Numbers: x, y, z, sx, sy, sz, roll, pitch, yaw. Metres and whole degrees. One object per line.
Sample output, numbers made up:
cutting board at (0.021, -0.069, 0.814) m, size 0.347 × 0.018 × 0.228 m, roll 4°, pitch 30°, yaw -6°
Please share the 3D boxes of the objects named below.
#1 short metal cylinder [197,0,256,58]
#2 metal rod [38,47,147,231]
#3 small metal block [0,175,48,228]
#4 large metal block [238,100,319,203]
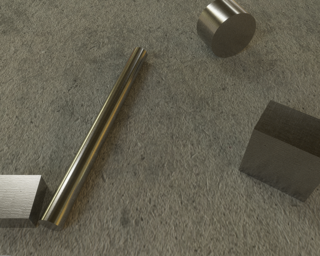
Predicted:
short metal cylinder at (0.107, -0.163, 0.506) m, size 0.081 × 0.080 × 0.050 m, roll -18°, pitch 53°, yaw -15°
metal rod at (-0.073, -0.010, 0.410) m, size 0.025 × 0.025 × 0.300 m, roll 12°, pitch 51°, yaw 10°
small metal block at (-0.156, 0.079, 0.335) m, size 0.050 × 0.025 × 0.050 m, roll 0°, pitch 50°, yaw 0°
large metal block at (0.143, 0.027, 0.347) m, size 0.080 × 0.080 × 0.050 m, roll 26°, pitch 55°, yaw 20°
